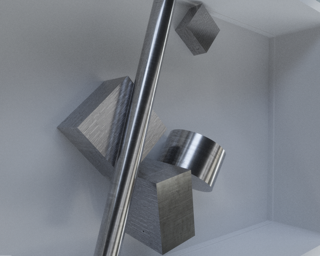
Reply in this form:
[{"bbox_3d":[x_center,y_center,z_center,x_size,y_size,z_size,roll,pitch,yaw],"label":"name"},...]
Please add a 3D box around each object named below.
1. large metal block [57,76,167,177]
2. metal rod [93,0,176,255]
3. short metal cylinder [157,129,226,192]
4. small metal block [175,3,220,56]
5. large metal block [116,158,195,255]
[{"bbox_3d":[-0.051,0.000,0.349,0.080,0.050,0.080,-52,120,-28],"label":"large metal block"},{"bbox_3d":[-0.022,-0.016,0.324,0.025,0.025,0.299,20,77,-39],"label":"metal rod"},{"bbox_3d":[0.039,0.044,0.406,0.080,0.080,0.050,39,66,-34],"label":"short metal cylinder"},{"bbox_3d":[0.056,-0.144,0.456,0.050,0.025,0.050,46,63,-31],"label":"small metal block"},{"bbox_3d":[-0.008,0.086,0.362,0.050,0.080,0.079,-14,105,-40],"label":"large metal block"}]
